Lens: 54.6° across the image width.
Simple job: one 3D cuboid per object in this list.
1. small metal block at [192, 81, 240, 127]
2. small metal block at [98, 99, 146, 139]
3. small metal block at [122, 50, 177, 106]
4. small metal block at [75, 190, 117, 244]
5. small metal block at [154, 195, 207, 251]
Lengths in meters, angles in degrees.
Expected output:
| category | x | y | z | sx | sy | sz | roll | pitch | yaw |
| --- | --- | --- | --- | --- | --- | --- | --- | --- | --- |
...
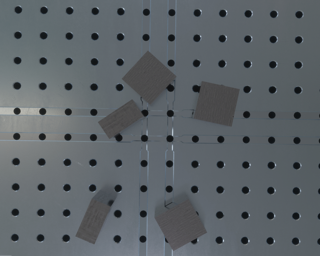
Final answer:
| category | x | y | z | sx | sy | sz | roll | pitch | yaw |
| --- | --- | --- | --- | --- | --- | --- | --- | --- | --- |
| small metal block | 0.074 | -0.031 | 0.414 | 0.050 | 0.025 | 0.050 | 12 | 90 | 0 |
| small metal block | -0.047 | -0.011 | 0.401 | 0.050 | 0.050 | 0.025 | -34 | 90 | 0 |
| small metal block | -0.014 | -0.065 | 0.413 | 0.050 | 0.025 | 0.050 | 42 | 90 | 0 |
| small metal block | -0.081 | 0.113 | 0.400 | 0.025 | 0.050 | 0.050 | 23 | 90 | 0 |
| small metal block | 0.027 | 0.126 | 0.414 | 0.050 | 0.025 | 0.050 | -29 | 90 | 0 |
